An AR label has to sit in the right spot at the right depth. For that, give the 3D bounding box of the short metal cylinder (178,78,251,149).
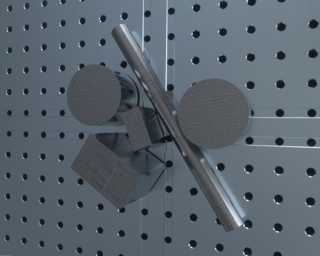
[{"bbox_3d":[0.067,-0.016,0.372,0.080,0.050,0.079,0,90,20],"label":"short metal cylinder"}]

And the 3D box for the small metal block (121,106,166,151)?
[{"bbox_3d":[-0.021,0.001,0.402,0.025,0.050,0.050,-22,83,19],"label":"small metal block"}]

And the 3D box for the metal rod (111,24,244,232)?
[{"bbox_3d":[0.017,-0.008,0.402,0.025,0.025,0.299,-33,80,17],"label":"metal rod"}]

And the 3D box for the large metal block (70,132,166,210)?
[{"bbox_3d":[-0.050,0.049,0.396,0.080,0.080,0.050,36,102,17],"label":"large metal block"}]

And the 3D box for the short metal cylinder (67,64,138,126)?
[{"bbox_3d":[-0.078,-0.043,0.423,0.080,0.050,0.079,0,90,20],"label":"short metal cylinder"}]
